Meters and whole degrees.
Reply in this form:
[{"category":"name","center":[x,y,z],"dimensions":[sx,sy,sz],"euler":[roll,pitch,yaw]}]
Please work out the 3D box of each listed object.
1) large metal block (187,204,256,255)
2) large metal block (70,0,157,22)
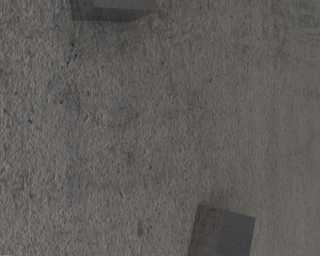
[{"category":"large metal block","center":[0.094,0.165,0.467],"dimensions":[0.080,0.050,0.080],"euler":[22,76,-38]},{"category":"large metal block","center":[-0.055,-0.165,0.341],"dimensions":[0.081,0.050,0.079],"euler":[-14,99,-39]}]
